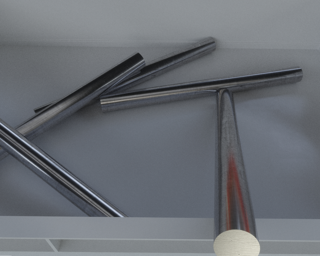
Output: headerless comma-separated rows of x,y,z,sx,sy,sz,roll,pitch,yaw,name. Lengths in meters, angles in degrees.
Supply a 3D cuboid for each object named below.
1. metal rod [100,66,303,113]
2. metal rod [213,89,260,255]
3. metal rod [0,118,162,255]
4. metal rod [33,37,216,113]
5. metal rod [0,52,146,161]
0.065,-0.059,0.454,0.302,0.025,0.025,-10,51,-9,metal rod
0.068,0.011,0.309,0.025,0.025,0.301,9,23,7,metal rod
-0.128,0.040,0.338,0.300,0.025,0.025,33,57,13,metal rod
-0.039,-0.078,0.469,0.302,0.025,0.025,-27,55,-21,metal rod
-0.141,-0.014,0.395,0.301,0.025,0.025,-37,59,-21,metal rod
